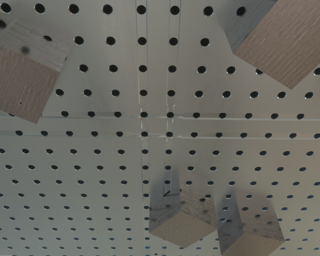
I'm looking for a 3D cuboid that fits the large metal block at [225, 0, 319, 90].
[{"bbox_3d":[0.126,-0.098,0.313,0.080,0.050,0.080,25,126,-20],"label":"large metal block"}]

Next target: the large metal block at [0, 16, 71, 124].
[{"bbox_3d":[-0.156,-0.062,0.341,0.080,0.050,0.080,24,126,-20],"label":"large metal block"}]

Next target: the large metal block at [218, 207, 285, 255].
[{"bbox_3d":[0.162,0.196,0.563,0.080,0.050,0.080,16,128,-13],"label":"large metal block"}]

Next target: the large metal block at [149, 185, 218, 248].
[{"bbox_3d":[0.038,0.152,0.524,0.080,0.050,0.080,32,123,-24],"label":"large metal block"}]
